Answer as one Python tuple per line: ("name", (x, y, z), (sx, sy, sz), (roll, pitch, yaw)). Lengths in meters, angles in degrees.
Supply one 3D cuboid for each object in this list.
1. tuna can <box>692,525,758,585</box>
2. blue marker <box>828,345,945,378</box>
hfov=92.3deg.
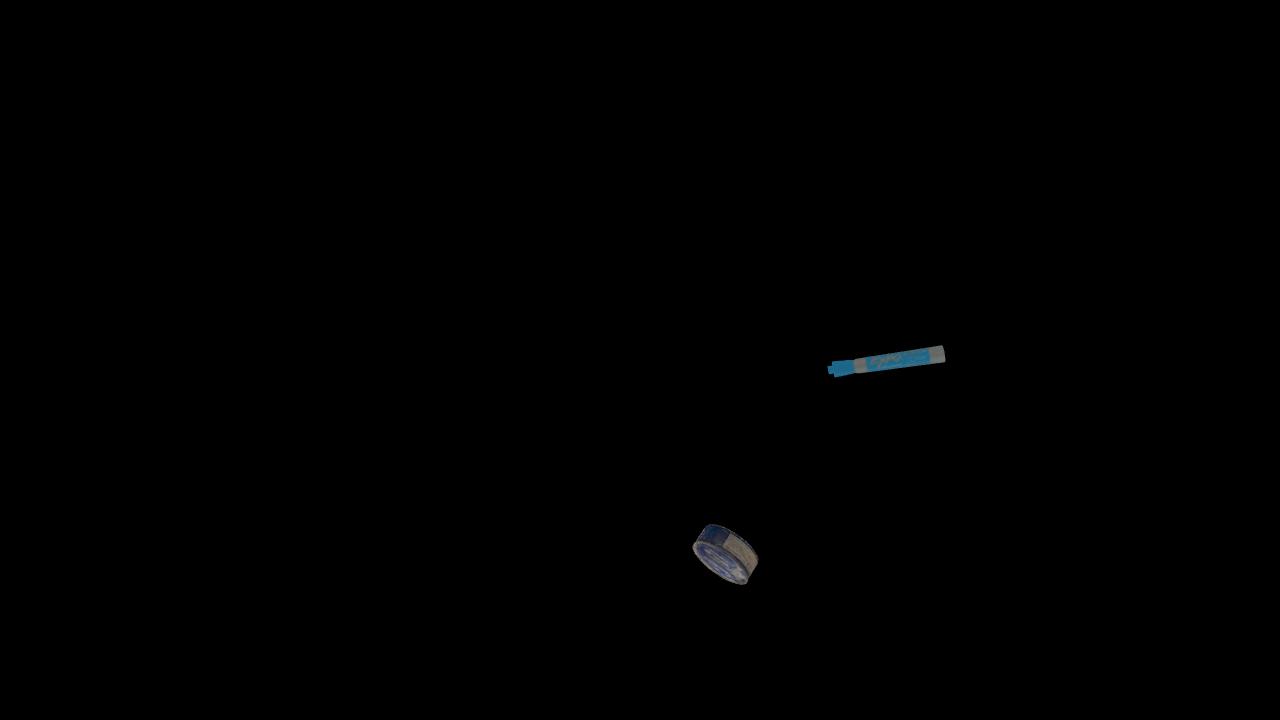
("tuna can", (0.113, 0.257, 0.816), (0.084, 0.084, 0.034), (0, 40, 49))
("blue marker", (0.271, 0.002, 0.683), (0.121, 0.020, 0.020), (-9, -3, 20))
